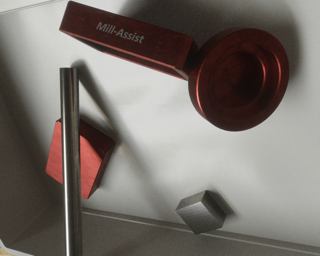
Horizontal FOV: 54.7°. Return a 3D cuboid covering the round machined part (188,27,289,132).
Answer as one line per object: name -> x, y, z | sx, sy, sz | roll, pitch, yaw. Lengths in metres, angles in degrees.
round machined part -> 0.073, -0.049, 0.307 | 0.099, 0.042, 0.097 | -7, 112, -17

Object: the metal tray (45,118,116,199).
metal tray -> -0.133, 0.048, 0.503 | 0.090, 0.030, 0.129 | 32, 128, 6

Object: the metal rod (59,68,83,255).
metal rod -> -0.125, 0.067, 0.438 | 0.025, 0.025, 0.298 | 3, 96, 26

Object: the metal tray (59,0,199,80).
metal tray -> -0.024, -0.086, 0.322 | 0.130, 0.090, 0.030 | 21, 95, 15

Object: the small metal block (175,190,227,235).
small metal block -> 0.060, 0.124, 0.453 | 0.050, 0.025, 0.050 | -32, 101, 38
